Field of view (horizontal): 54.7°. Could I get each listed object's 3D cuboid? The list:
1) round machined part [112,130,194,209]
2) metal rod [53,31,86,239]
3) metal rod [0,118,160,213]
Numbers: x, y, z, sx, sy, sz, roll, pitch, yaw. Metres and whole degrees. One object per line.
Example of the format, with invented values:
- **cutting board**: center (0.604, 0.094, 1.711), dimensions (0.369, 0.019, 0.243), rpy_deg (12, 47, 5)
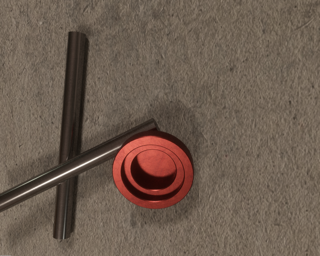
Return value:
- **round machined part**: center (-0.007, 0.048, 0.390), dimensions (0.099, 0.042, 0.097), rpy_deg (2, 109, 5)
- **metal rod**: center (-0.133, 0.012, 0.454), dimensions (0.025, 0.025, 0.298), rpy_deg (5, 92, 19)
- **metal rod**: center (-0.138, 0.063, 0.429), dimensions (0.301, 0.025, 0.025), rpy_deg (-26, 82, 7)
